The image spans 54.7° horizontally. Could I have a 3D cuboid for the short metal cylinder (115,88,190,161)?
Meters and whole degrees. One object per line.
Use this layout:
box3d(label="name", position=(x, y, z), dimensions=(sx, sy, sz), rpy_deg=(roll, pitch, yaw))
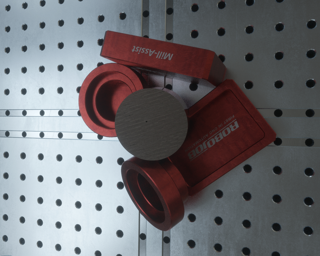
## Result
box3d(label="short metal cylinder", position=(-0.007, -0.007, 0.361), dimensions=(0.080, 0.050, 0.079), rpy_deg=(1, 99, 7))

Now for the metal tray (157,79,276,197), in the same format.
box3d(label="metal tray", position=(0.064, 0.013, 0.386), dimensions=(0.130, 0.030, 0.090), rpy_deg=(-38, 78, 15))

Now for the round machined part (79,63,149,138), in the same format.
box3d(label="round machined part", position=(-0.057, -0.036, 0.423), dimensions=(0.098, 0.042, 0.097), rpy_deg=(0, 90, 19))

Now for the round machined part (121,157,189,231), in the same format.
box3d(label="round machined part", position=(-0.003, 0.074, 0.385), dimensions=(0.098, 0.042, 0.097), rpy_deg=(37, 143, 35))

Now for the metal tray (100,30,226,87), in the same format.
box3d(label="metal tray", position=(0.007, -0.081, 0.375), dimensions=(0.130, 0.090, 0.030), rpy_deg=(16, 96, 19))
